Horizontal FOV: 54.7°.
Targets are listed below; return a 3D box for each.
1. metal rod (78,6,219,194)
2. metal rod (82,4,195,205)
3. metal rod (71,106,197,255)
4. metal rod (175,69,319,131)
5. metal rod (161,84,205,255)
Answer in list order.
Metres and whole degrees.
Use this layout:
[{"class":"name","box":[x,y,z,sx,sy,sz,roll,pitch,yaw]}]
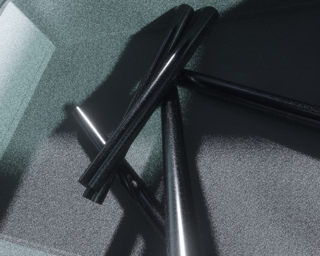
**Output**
[{"class":"metal rod","box":[-0.001,-0.052,0.390,0.025,0.025,0.300,16,61,34]},{"class":"metal rod","box":[-0.020,-0.044,0.408,0.025,0.025,0.300,12,67,33]},{"class":"metal rod","box":[-0.044,0.059,0.390,0.025,0.025,0.300,-43,51,-2]},{"class":"metal rod","box":[0.104,-0.038,0.374,0.300,0.025,0.025,24,75,36]},{"class":"metal rod","box":[0.015,0.025,0.303,0.025,0.025,0.300,-24,28,13]}]
